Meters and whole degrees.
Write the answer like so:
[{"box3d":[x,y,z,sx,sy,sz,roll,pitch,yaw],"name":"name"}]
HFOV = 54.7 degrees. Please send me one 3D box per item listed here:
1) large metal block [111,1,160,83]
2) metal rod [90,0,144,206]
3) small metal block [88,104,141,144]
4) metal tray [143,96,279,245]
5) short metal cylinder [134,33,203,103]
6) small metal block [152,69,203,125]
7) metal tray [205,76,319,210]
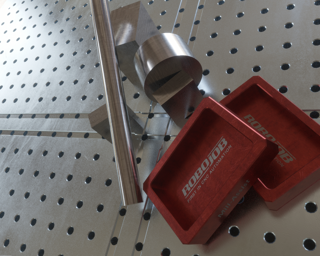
[{"box3d":[-0.037,-0.128,0.471,0.050,0.080,0.080,-10,57,23],"name":"large metal block"},{"box3d":[-0.060,-0.053,0.397,0.025,0.025,0.299,-17,74,19],"name":"metal rod"},{"box3d":[-0.063,-0.010,0.432,0.050,0.050,0.025,-32,52,8],"name":"small metal block"},{"box3d":[0.046,0.044,0.325,0.129,0.030,0.090,-55,47,13],"name":"metal tray"},{"box3d":[0.010,-0.079,0.416,0.080,0.080,0.050,-30,52,9],"name":"short metal cylinder"},{"box3d":[0.025,-0.039,0.403,0.050,0.050,0.025,-39,51,2],"name":"small metal block"},{"box3d":[0.114,0.010,0.338,0.090,0.030,0.130,-37,51,3],"name":"metal tray"}]
